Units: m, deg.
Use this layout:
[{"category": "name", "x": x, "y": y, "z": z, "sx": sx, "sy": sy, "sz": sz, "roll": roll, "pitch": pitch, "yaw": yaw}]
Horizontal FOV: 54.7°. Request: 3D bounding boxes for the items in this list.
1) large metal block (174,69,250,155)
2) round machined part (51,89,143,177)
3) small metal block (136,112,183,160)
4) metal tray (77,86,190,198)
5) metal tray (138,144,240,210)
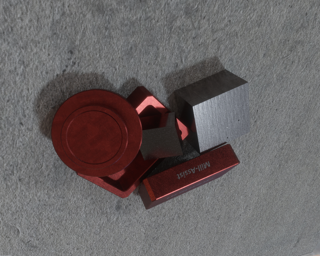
[{"category": "large metal block", "x": 0.072, "y": -0.022, "z": 0.418, "sx": 0.081, "sy": 0.050, "sz": 0.080, "roll": -24, "pitch": 127, "yaw": -14}, {"category": "round machined part", "x": -0.068, "y": 0.007, "z": 0.337, "sx": 0.099, "sy": 0.042, "sz": 0.097, "roll": -1, "pitch": 99, "yaw": -4}, {"category": "small metal block", "x": -0.001, "y": 0.011, "z": 0.385, "sx": 0.050, "sy": 0.025, "sz": 0.050, "roll": -9, "pitch": 130, "yaw": 10}, {"category": "metal tray", "x": -0.035, "y": 0.022, "z": 0.398, "sx": 0.130, "sy": 0.030, "sz": 0.090, "roll": -46, "pitch": 129, "yaw": 4}, {"category": "metal tray", "x": 0.038, "y": 0.071, "z": 0.440, "sx": 0.131, "sy": 0.030, "sz": 0.090, "roll": -21, "pitch": 163, "yaw": -16}]
